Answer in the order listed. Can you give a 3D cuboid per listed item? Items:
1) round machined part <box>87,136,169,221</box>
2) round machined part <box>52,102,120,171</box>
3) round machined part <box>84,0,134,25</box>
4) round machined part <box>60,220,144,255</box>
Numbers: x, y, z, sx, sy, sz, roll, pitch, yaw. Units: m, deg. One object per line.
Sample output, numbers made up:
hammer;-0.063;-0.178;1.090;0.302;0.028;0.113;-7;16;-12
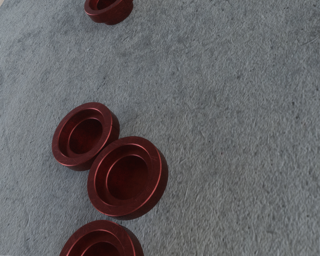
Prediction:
round machined part;-0.035;0.062;0.373;0.098;0.042;0.098;-13;56;21
round machined part;-0.098;0.015;0.435;0.098;0.042;0.098;-13;56;21
round machined part;-0.090;-0.234;0.584;0.098;0.042;0.098;-13;56;21
round machined part;-0.059;0.152;0.331;0.098;0.042;0.098;-13;56;21
